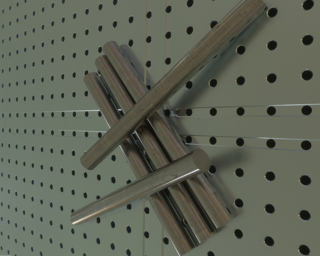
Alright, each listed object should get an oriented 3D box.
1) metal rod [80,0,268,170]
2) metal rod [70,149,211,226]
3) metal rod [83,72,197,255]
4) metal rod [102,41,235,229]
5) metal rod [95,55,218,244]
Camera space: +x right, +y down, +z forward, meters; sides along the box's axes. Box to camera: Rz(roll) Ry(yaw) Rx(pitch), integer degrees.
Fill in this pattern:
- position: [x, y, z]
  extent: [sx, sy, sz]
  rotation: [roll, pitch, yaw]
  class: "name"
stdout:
- position: [0.001, -0.043, 0.380]
  extent: [0.299, 0.025, 0.025]
  rotation: [-42, 65, 23]
  class: "metal rod"
- position: [-0.048, 0.092, 0.420]
  extent: [0.299, 0.025, 0.025]
  rotation: [-33, 70, 43]
  class: "metal rod"
- position: [-0.038, 0.035, 0.439]
  extent: [0.025, 0.025, 0.299]
  rotation: [-46, 63, 30]
  class: "metal rod"
- position: [-0.001, -0.008, 0.408]
  extent: [0.025, 0.025, 0.299]
  rotation: [-47, 62, 29]
  class: "metal rod"
- position: [-0.016, 0.012, 0.421]
  extent: [0.025, 0.025, 0.299]
  rotation: [-46, 63, 30]
  class: "metal rod"
